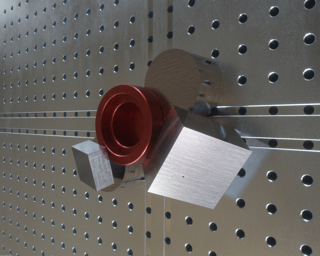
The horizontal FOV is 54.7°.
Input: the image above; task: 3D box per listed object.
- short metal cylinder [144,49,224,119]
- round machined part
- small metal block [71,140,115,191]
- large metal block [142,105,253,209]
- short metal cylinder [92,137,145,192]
[{"bbox_3d":[0.028,-0.050,0.370,0.080,0.050,0.079,0,90,40],"label":"short metal cylinder"},{"bbox_3d":[-0.033,-0.004,0.387,0.098,0.042,0.097,0,90,40],"label":"round machined part"},{"bbox_3d":[-0.087,0.047,0.400,0.050,0.025,0.050,13,118,51],"label":"small metal block"},{"bbox_3d":[0.036,0.032,0.335,0.080,0.081,0.050,-62,21,21],"label":"large metal block"},{"bbox_3d":[-0.059,0.047,0.441,0.080,0.050,0.079,0,90,40],"label":"short metal cylinder"}]
